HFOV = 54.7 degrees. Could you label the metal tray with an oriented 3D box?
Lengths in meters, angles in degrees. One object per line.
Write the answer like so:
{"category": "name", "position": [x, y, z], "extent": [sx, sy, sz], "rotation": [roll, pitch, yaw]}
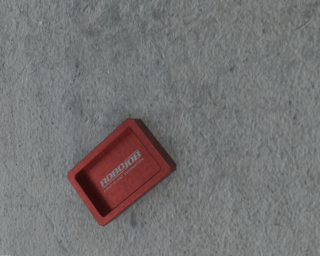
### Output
{"category": "metal tray", "position": [-0.054, 0.060, 0.424], "extent": [0.130, 0.030, 0.090], "rotation": [-41, 77, 15]}
